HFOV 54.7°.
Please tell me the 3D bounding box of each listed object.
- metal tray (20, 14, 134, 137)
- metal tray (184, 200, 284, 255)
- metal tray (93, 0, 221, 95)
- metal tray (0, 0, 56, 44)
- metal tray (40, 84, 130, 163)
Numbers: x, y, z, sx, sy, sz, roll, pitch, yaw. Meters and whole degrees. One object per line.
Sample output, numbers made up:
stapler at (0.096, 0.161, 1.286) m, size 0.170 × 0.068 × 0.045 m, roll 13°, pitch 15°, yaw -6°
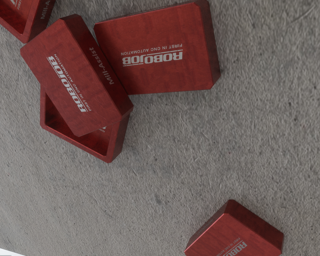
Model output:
metal tray at (-0.102, -0.059, 0.381) m, size 0.090 × 0.030 × 0.130 m, roll -19°, pitch 109°, yaw 35°
metal tray at (0.104, 0.172, 0.455) m, size 0.090 × 0.030 × 0.129 m, roll 34°, pitch 129°, yaw 5°
metal tray at (-0.004, -0.087, 0.352) m, size 0.130 × 0.030 × 0.089 m, roll -1°, pitch 118°, yaw 28°
metal tray at (-0.173, -0.182, 0.381) m, size 0.090 × 0.030 × 0.129 m, roll 41°, pitch 129°, yaw 0°
metal tray at (-0.113, -0.014, 0.454) m, size 0.130 × 0.030 × 0.089 m, roll 26°, pitch 128°, yaw 11°
